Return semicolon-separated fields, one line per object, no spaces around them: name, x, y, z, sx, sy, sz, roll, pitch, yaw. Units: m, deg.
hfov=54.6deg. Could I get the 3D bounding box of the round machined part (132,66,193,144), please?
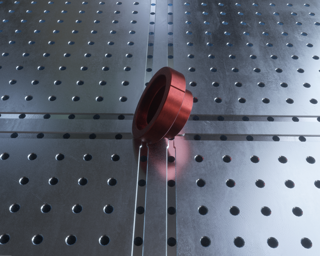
round machined part;0.006;-0.025;0.394;0.042;0.098;0.098;23;47;-21
